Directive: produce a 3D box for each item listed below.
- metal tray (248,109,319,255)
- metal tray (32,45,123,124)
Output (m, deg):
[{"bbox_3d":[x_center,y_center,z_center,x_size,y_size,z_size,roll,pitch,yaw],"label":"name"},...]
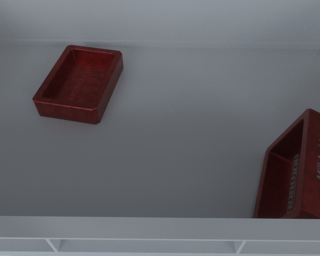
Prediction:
[{"bbox_3d":[0.135,0.053,0.314,0.030,0.089,0.130,26,52,2],"label":"metal tray"},{"bbox_3d":[-0.115,-0.069,0.457,0.090,0.030,0.130,9,50,7],"label":"metal tray"}]
